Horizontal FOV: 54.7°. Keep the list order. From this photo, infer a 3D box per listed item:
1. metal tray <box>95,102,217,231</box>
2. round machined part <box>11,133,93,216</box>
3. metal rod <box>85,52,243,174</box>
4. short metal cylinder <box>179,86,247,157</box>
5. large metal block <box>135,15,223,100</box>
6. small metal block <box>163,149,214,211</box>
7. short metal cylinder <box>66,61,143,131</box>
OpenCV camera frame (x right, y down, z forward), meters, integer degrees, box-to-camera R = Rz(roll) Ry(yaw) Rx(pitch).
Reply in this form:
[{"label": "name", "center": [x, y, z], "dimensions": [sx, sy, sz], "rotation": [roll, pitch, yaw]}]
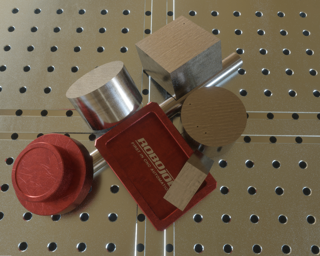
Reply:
[{"label": "metal tray", "center": [-0.005, 0.045, 0.377], "dimensions": [0.090, 0.030, 0.130], "rotation": [-36, 87, -12]}, {"label": "round machined part", "center": [-0.133, 0.054, 0.368], "dimensions": [0.098, 0.042, 0.098], "rotation": [-4, 75, 15]}, {"label": "metal rod", "center": [-0.008, -0.012, 0.418], "dimensions": [0.301, 0.025, 0.025], "rotation": [-36, 74, -12]}, {"label": "short metal cylinder", "center": [0.066, -0.007, 0.401], "dimensions": [0.081, 0.050, 0.080], "rotation": [0, 70, 0]}, {"label": "large metal block", "center": [0.026, -0.098, 0.422], "dimensions": [0.080, 0.050, 0.080], "rotation": [-35, 54, -12]}, {"label": "small metal block", "center": [0.033, 0.057, 0.347], "dimensions": [0.025, 0.050, 0.050], "rotation": [33, 109, 9]}, {"label": "short metal cylinder", "center": [-0.069, -0.042, 0.391], "dimensions": [0.080, 0.050, 0.080], "rotation": [-21, 31, 14]}]
